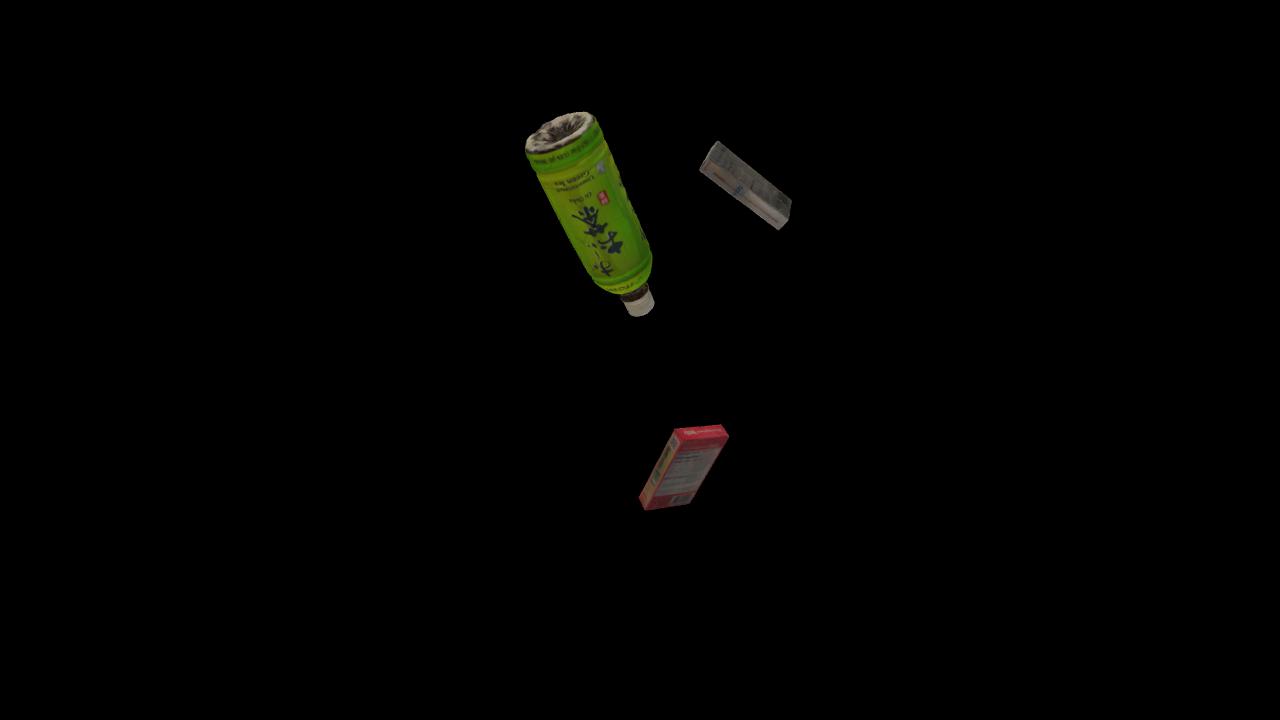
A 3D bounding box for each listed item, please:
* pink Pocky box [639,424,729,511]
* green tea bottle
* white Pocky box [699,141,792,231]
[{"bbox_3d":[0.062,0.158,0.899,0.084,0.155,0.029,-2,42,-31],"label":"pink Pocky box"},{"bbox_3d":[-0.035,-0.128,0.598,0.073,0.073,0.212,0,-41,27],"label":"green tea bottle"},{"bbox_3d":[0.165,-0.269,0.945,0.154,0.084,0.028,35,-51,-9],"label":"white Pocky box"}]
